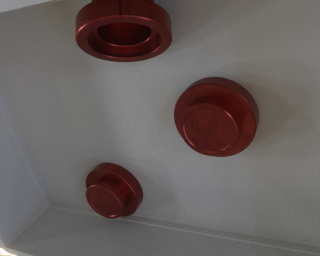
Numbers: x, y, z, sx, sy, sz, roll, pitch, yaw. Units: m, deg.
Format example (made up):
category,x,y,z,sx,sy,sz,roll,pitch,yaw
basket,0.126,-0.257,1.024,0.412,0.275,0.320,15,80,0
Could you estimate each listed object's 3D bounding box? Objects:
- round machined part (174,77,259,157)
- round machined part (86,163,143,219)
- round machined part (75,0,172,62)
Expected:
category,x,y,z,sx,sy,sz,roll,pitch,yaw
round machined part,0.061,-0.006,0.361,0.098,0.042,0.097,13,124,20
round machined part,-0.081,0.109,0.505,0.098,0.042,0.097,13,124,20
round machined part,-0.038,-0.109,0.325,0.098,0.098,0.042,-11,75,32
